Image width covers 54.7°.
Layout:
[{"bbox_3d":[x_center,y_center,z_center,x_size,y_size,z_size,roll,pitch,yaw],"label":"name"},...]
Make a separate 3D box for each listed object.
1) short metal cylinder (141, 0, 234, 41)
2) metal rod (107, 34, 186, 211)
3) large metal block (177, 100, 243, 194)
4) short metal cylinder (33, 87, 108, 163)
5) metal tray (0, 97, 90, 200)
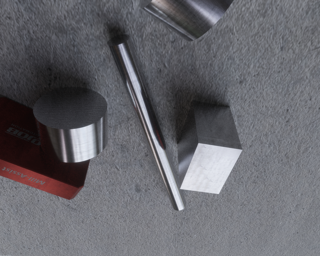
[{"bbox_3d":[0.027,-0.123,0.266,0.050,0.080,0.080,29,124,-23],"label":"short metal cylinder"},{"bbox_3d":[-0.006,0.017,0.421,0.025,0.025,0.299,-11,130,9],"label":"metal rod"},{"bbox_3d":[0.058,0.024,0.392,0.050,0.080,0.079,9,130,-8],"label":"large metal block"},{"bbox_3d":[-0.102,-0.005,0.365,0.081,0.080,0.050,4,130,-3],"label":"short metal cylinder"},{"bbox_3d":[-0.153,0.025,0.383,0.131,0.090,0.030,27,126,-21],"label":"metal tray"}]
